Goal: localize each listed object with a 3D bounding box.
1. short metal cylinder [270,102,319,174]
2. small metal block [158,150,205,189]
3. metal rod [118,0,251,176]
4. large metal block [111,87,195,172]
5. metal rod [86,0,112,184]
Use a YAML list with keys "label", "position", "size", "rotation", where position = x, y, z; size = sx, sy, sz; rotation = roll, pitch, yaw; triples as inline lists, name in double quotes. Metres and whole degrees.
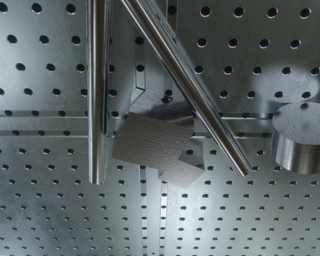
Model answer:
- label: "short metal cylinder"
  position: [0.182, 0.011, 0.388]
  size: [0.080, 0.080, 0.050]
  rotation: [-8, 130, 6]
- label: "small metal block"
  position: [0.031, 0.061, 0.464]
  size: [0.050, 0.025, 0.050]
  rotation: [24, 126, -20]
- label: "metal rod"
  position: [0.048, -0.034, 0.383]
  size: [0.025, 0.025, 0.300]
  rotation: [-25, 126, 19]
- label: "large metal block"
  position: [-0.011, 0.004, 0.399]
  size: [0.081, 0.050, 0.079]
  rotation: [16, 128, -14]
- label: "metal rod"
  position: [-0.076, -0.036, 0.379]
  size: [0.025, 0.025, 0.298]
  rotation: [6, 130, -6]
